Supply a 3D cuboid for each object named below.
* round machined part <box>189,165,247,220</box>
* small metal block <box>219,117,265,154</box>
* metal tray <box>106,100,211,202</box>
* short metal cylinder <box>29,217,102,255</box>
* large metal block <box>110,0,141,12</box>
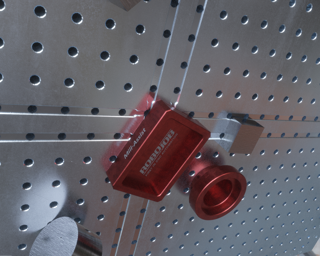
[{"bbox_3d":[0.090,0.101,0.512,0.099,0.042,0.097,-14,124,-21],"label":"round machined part"},{"bbox_3d":[0.129,0.013,0.490,0.050,0.025,0.050,7,115,-32],"label":"small metal block"},{"bbox_3d":[-0.001,0.036,0.429,0.090,0.030,0.130,27,103,-38],"label":"metal tray"},{"bbox_3d":[-0.124,0.166,0.410,0.080,0.080,0.050,-40,129,-1],"label":"short metal cylinder"},{"bbox_3d":[-0.029,-0.167,0.276,0.080,0.050,0.080,-40,130,-1],"label":"large metal block"}]
